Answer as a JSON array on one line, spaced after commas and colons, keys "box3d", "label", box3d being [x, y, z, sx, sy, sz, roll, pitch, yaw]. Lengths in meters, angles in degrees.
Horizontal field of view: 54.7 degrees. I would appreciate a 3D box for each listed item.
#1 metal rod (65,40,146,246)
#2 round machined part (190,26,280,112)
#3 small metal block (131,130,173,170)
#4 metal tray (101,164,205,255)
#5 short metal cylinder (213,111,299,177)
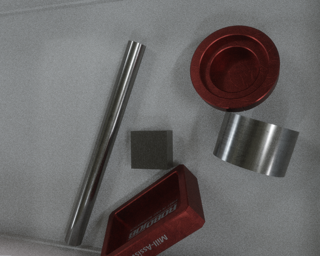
[{"box3d": [-0.079, 0.026, 0.437, 0.025, 0.025, 0.298, 21, 97, 18], "label": "metal rod"}, {"box3d": [0.088, -0.066, 0.364, 0.098, 0.042, 0.097, -4, 79, 19], "label": "round machined part"}, {"box3d": [-0.011, 0.029, 0.413, 0.050, 0.025, 0.050, -1, 90, 19], "label": "small metal block"}, {"box3d": [-0.011, 0.110, 0.377, 0.130, 0.090, 0.030, -37, 110, 16], "label": "metal tray"}, {"box3d": [0.105, 0.016, 0.344, 0.080, 0.080, 0.050, 18, 96, 19], "label": "short metal cylinder"}]
